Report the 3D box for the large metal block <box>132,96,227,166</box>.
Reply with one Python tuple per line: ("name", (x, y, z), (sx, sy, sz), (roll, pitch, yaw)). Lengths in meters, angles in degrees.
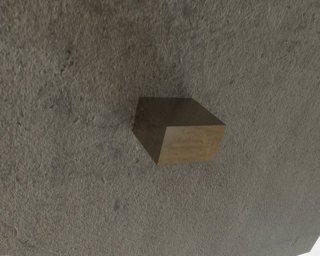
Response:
("large metal block", (0.021, 0.000, 0.386), (0.081, 0.080, 0.050), (-1, 119, -28))
